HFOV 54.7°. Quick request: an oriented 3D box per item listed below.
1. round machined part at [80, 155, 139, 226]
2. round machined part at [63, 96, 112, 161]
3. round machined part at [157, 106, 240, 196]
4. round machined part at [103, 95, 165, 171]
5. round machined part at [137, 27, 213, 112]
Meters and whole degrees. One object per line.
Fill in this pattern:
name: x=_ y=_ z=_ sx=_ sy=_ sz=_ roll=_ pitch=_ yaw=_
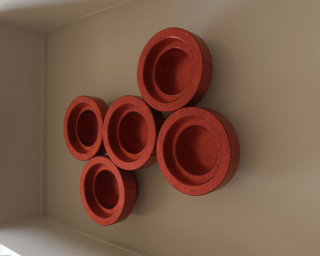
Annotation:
round machined part: x=-0.070 y=0.088 z=0.449 sx=0.098 sy=0.042 sz=0.097 roll=0 pitch=90 yaw=40
round machined part: x=-0.103 y=0.000 z=0.478 sx=0.098 sy=0.042 sz=0.097 roll=0 pitch=90 yaw=40
round machined part: x=0.047 y=0.025 z=0.354 sx=0.098 sy=0.042 sz=0.097 roll=0 pitch=90 yaw=40
round machined part: x=-0.029 y=0.006 z=0.415 sx=0.098 sy=0.042 sz=0.097 roll=0 pitch=90 yaw=40
round machined part: x=0.022 y=-0.067 z=0.375 sx=0.098 sy=0.042 sz=0.097 roll=0 pitch=90 yaw=40
